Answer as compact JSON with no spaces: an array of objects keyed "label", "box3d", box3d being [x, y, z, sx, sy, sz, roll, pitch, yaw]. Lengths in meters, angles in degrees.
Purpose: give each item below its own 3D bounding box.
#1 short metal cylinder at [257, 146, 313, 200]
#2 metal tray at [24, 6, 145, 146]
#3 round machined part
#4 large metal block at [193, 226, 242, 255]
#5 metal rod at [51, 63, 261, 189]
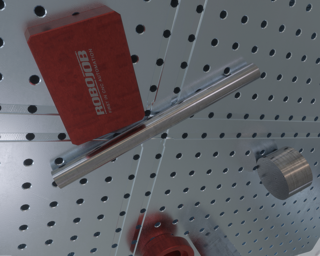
[{"label":"short metal cylinder","box3d":[0.216,0.078,0.542,0.050,0.080,0.080,-23,127,-14]},{"label":"metal tray","box3d":[-0.074,-0.053,0.335,0.091,0.030,0.129,-23,127,-15]},{"label":"round machined part","box3d":[0.007,0.226,0.545,0.099,0.042,0.097,-14,124,-21]},{"label":"large metal block","box3d":[0.121,0.248,0.595,0.050,0.080,0.080,-43,129,2]},{"label":"metal rod","box3d":[0.002,-0.008,0.407,0.302,0.025,0.025,-29,128,-10]}]
